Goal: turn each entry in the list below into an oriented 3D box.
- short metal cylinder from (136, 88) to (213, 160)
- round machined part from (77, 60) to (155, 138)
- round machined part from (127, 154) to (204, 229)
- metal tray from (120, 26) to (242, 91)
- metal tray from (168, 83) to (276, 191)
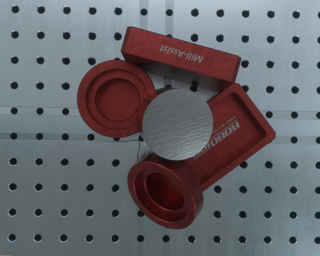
[{"bbox_3d":[0.015,-0.007,0.364,0.081,0.050,0.079,-2,99,-12],"label":"short metal cylinder"},{"bbox_3d":[-0.054,-0.036,0.404,0.099,0.042,0.097,0,90,-1],"label":"round machined part"},{"bbox_3d":[0.011,0.074,0.388,0.098,0.042,0.097,18,125,28],"label":"round machined part"},{"bbox_3d":[0.023,-0.081,0.381,0.131,0.090,0.030,15,90,-1],"label":"metal tray"},{"bbox_3d":[0.073,0.013,0.411,0.130,0.030,0.090,-36,90,-1],"label":"metal tray"}]
